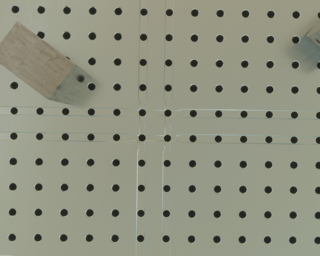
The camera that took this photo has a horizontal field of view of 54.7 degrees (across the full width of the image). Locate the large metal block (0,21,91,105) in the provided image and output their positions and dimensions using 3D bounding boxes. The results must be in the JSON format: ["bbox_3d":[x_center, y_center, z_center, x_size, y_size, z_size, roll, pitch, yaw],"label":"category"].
[{"bbox_3d":[-0.142,-0.076,0.384,0.080,0.080,0.050,37,90,-1],"label":"large metal block"}]

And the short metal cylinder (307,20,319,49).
[{"bbox_3d":[0.236,-0.129,0.389,0.050,0.080,0.080,44,90,0],"label":"short metal cylinder"}]
